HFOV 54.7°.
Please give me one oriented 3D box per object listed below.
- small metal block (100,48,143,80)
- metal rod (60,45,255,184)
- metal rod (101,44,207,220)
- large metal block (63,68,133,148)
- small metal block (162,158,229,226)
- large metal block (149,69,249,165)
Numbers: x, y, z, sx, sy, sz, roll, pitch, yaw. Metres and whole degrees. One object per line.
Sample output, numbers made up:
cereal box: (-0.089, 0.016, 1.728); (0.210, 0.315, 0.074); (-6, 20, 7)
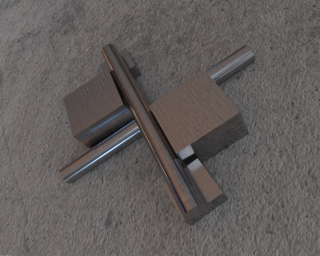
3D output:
small metal block: (-0.063, -0.093, 0.496); (0.050, 0.025, 0.050); (-32, 52, 7)
metal rod: (-0.007, -0.015, 0.419); (0.300, 0.025, 0.025); (-34, 52, 6)
metal rod: (-0.023, -0.020, 0.396); (0.025, 0.025, 0.300); (-34, 51, 6)
large metal block: (-0.084, -0.026, 0.447); (0.080, 0.050, 0.080); (-32, 52, 7)
small metal block: (0.038, 0.071, 0.343); (0.050, 0.025, 0.050); (-37, 51, 3)
large metal block: (0.046, -0.010, 0.371); (0.080, 0.050, 0.080); (-34, 51, 6)
